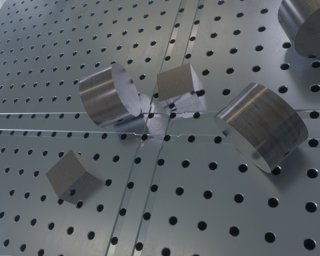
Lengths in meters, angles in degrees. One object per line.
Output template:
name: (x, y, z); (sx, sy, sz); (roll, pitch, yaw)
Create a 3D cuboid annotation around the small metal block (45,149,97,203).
small metal block: (-0.125, 0.067, 0.433); (0.050, 0.025, 0.050); (-44, 51, -3)

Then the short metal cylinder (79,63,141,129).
short metal cylinder: (-0.068, -0.045, 0.436); (0.050, 0.080, 0.080); (-21, 54, 16)

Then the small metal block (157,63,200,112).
small metal block: (0.025, -0.056, 0.430); (0.050, 0.025, 0.050); (-17, 55, 18)

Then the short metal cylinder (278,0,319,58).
short metal cylinder: (0.184, -0.127, 0.354); (0.080, 0.080, 0.050); (-22, 54, 15)

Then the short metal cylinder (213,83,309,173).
short metal cylinder: (0.102, 0.000, 0.320); (0.050, 0.080, 0.080); (-43, 51, -1)
